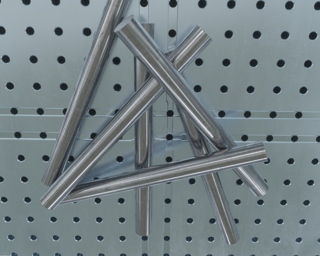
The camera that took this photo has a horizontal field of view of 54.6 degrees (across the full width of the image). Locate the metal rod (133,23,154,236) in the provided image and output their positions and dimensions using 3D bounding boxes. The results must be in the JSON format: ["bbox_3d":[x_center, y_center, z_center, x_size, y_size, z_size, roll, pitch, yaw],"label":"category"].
[{"bbox_3d":[-0.022,0.016,0.418,0.025,0.025,0.298,1,110,-1],"label":"metal rod"}]

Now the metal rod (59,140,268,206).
[{"bbox_3d":[-0.016,0.064,0.406,0.300,0.025,0.025,-15,110,17],"label":"metal rod"}]

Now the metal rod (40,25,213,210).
[{"bbox_3d":[-0.051,-0.003,0.384,0.025,0.025,0.299,40,105,-14],"label":"metal rod"}]

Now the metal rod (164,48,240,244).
[{"bbox_3d":[0.059,0.038,0.427,0.025,0.025,0.299,-19,109,7],"label":"metal rod"}]

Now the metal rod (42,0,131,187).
[{"bbox_3d":[-0.094,-0.052,0.393,0.025,0.025,0.298,23,108,-8],"label":"metal rod"}]

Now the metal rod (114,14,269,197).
[{"bbox_3d":[0.055,-0.007,0.374,0.025,0.025,0.300,-36,120,12],"label":"metal rod"}]
